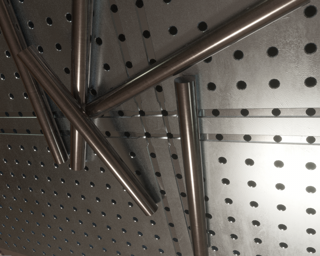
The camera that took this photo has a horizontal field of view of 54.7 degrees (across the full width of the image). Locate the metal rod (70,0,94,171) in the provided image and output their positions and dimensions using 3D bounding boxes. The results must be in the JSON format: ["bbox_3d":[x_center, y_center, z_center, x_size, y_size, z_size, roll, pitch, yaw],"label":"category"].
[{"bbox_3d":[-0.112,-0.055,0.433,0.025,0.025,0.298,23,127,14],"label":"metal rod"}]

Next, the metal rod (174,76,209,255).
[{"bbox_3d":[0.048,0.073,0.430,0.025,0.025,0.298,6,121,25],"label":"metal rod"}]

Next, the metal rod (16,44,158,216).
[{"bbox_3d":[-0.092,0.017,0.444,0.025,0.025,0.299,-18,117,35],"label":"metal rod"}]

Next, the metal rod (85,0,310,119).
[{"bbox_3d":[0.014,-0.073,0.357,0.299,0.025,0.025,-23,106,36],"label":"metal rod"}]

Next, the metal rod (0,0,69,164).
[{"bbox_3d":[-0.195,-0.076,0.464,0.025,0.025,0.298,3,120,26],"label":"metal rod"}]
